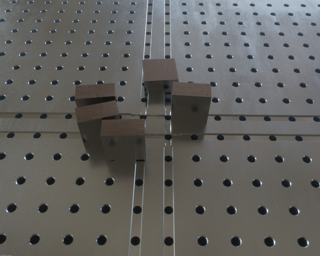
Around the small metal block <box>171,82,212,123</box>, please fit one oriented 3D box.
[{"bbox_3d":[0.041,-0.034,0.421,0.050,0.050,0.025,4,50,3],"label":"small metal block"}]

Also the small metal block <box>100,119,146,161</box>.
[{"bbox_3d":[-0.043,0.015,0.378,0.050,0.050,0.025,-2,50,-2],"label":"small metal block"}]

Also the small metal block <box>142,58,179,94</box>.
[{"bbox_3d":[0.000,-0.080,0.475,0.050,0.025,0.050,-4,50,-4],"label":"small metal block"}]

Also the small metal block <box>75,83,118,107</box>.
[{"bbox_3d":[-0.084,-0.032,0.417,0.050,0.050,0.025,-5,51,-5],"label":"small metal block"}]

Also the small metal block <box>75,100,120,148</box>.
[{"bbox_3d":[-0.076,-0.004,0.394,0.050,0.050,0.025,-12,51,-11],"label":"small metal block"}]
